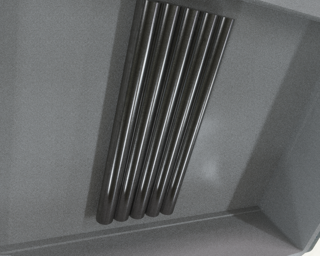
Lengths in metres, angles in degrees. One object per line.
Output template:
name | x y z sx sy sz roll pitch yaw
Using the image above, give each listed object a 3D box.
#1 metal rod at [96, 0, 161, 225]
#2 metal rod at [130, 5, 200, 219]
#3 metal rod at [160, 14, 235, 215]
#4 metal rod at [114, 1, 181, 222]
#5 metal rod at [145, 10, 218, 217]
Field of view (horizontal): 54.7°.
metal rod | -0.045 -0.001 0.381 0.025 0.025 0.298 0 118 -29
metal rod | -0.002 -0.002 0.405 0.025 0.025 0.298 0 118 -29
metal rod | 0.043 -0.001 0.430 0.025 0.025 0.298 0 118 -29
metal rod | -0.024 -0.002 0.392 0.025 0.025 0.298 0 118 -29
metal rod | 0.021 -0.001 0.417 0.025 0.025 0.298 0 118 -29
